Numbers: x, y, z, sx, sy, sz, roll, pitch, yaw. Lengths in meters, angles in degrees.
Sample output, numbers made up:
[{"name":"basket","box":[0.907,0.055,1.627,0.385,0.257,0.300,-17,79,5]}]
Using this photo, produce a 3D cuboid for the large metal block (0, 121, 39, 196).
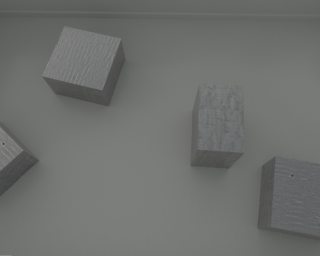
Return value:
[{"name":"large metal block","box":[-0.215,0.036,0.381,0.080,0.050,0.080,41,75,13]}]

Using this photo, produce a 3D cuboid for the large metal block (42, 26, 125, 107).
[{"name":"large metal block","box":[-0.101,-0.084,0.426,0.080,0.050,0.080,14,71,5]}]

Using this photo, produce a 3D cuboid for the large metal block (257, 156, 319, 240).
[{"name":"large metal block","box":[0.166,0.085,0.366,0.080,0.050,0.080,10,70,3]}]

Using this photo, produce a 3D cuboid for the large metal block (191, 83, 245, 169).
[{"name":"large metal block","box":[0.068,0.001,0.380,0.050,0.080,0.080,4,70,1]}]
